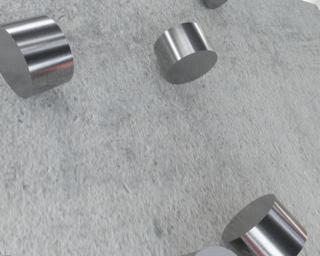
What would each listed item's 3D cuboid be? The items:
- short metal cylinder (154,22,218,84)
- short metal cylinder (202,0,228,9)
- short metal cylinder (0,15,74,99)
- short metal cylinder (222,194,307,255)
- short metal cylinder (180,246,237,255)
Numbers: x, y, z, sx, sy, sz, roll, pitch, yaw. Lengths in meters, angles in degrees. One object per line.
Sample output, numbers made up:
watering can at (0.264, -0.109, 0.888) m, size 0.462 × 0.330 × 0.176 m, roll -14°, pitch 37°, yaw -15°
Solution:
short metal cylinder at (0.037, -0.108, 0.456) m, size 0.081 × 0.080 × 0.050 m, roll -9°, pitch 67°, yaw -33°
short metal cylinder at (0.112, -0.280, 0.602) m, size 0.081 × 0.080 × 0.050 m, roll -28°, pitch 78°, yaw -38°
short metal cylinder at (-0.141, -0.079, 0.341) m, size 0.050 × 0.080 × 0.080 m, roll -33°, pitch 81°, yaw -38°
short metal cylinder at (0.119, 0.123, 0.360) m, size 0.050 × 0.080 × 0.080 m, roll 49°, pitch 51°, yaw 5°
short metal cylinder at (0.048, 0.166, 0.314) m, size 0.081 × 0.050 × 0.080 m, roll 14°, pitch 56°, yaw -21°
